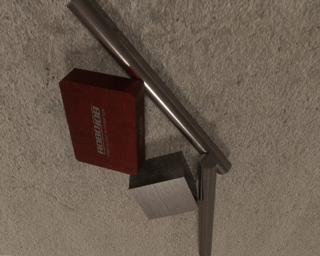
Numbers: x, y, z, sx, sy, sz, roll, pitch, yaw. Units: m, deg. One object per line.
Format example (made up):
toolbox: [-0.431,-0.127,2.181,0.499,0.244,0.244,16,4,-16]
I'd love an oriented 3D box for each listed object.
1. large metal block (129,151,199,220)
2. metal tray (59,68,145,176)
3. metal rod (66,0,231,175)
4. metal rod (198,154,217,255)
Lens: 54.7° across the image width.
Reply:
large metal block: [0.008,0.088,0.466,0.080,0.050,0.080,-15,129,12]
metal tray: [-0.066,-0.004,0.382,0.090,0.030,0.129,12,132,12]
metal rod: [0.007,-0.034,0.378,0.025,0.025,0.300,-29,125,22]
metal rod: [0.077,0.147,0.517,0.025,0.025,0.298,-4,136,3]
